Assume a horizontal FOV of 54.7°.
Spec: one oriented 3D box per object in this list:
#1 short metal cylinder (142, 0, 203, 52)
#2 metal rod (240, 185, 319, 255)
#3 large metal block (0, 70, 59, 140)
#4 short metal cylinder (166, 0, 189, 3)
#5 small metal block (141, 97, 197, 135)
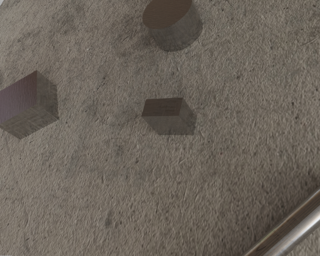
[{"bbox_3d":[0.020,-0.166,0.479,0.080,0.050,0.080,-13,56,21],"label":"short metal cylinder"},{"bbox_3d":[0.058,0.148,0.282,0.300,0.025,0.025,-41,51,-1],"label":"metal rod"},{"bbox_3d":[-0.225,-0.039,0.530,0.080,0.050,0.080,-26,53,12],"label":"large metal block"},{"bbox_3d":[0.034,-0.263,0.531,0.080,0.050,0.080,-13,56,21],"label":"short metal cylinder"},{"bbox_3d":[0.013,-0.013,0.389,0.050,0.050,0.025,0,62,28],"label":"small metal block"}]
